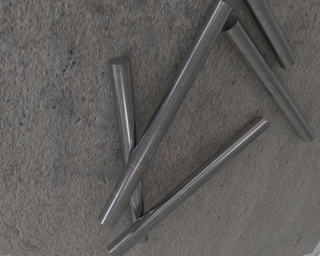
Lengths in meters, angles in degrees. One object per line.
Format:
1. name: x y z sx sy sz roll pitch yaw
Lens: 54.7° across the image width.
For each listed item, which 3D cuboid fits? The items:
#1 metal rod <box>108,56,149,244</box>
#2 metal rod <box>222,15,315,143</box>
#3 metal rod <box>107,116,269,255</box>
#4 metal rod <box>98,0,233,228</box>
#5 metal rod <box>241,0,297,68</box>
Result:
1. metal rod: -0.037 0.051 0.417 0.025 0.025 0.298 -16 125 -19
2. metal rod: 0.176 -0.055 0.467 0.025 0.025 0.301 -48 129 6
3. metal rod: 0.048 0.084 0.463 0.301 0.025 0.025 -39 130 -10
4. metal rod: 0.003 -0.012 0.376 0.025 0.025 0.299 23 98 -37
5. metal rod: 0.094 -0.169 0.352 0.025 0.025 0.301 -47 129 5
